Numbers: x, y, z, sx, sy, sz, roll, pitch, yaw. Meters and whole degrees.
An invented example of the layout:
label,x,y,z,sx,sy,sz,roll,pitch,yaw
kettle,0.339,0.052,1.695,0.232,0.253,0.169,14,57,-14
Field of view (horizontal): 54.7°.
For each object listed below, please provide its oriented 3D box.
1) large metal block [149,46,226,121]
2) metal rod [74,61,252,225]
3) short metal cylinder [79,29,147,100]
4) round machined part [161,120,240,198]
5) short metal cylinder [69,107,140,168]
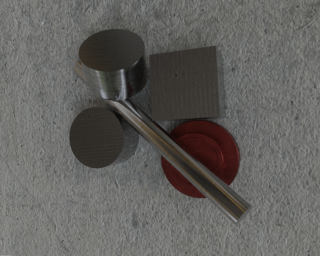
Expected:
label,x,y,z,sx,sy,sz,roll,pitch,yaw
large metal block,0.035,-0.050,0.382,0.080,0.050,0.080,-3,89,20
metal rod,-0.015,0.000,0.380,0.300,0.025,0.025,41,103,28
short metal cylinder,-0.058,-0.082,0.397,0.080,0.050,0.080,-1,53,2
round machined part,0.047,0.039,0.384,0.098,0.042,0.097,0,90,20
short metal cylinder,-0.075,0.012,0.424,0.080,0.050,0.080,0,90,20
